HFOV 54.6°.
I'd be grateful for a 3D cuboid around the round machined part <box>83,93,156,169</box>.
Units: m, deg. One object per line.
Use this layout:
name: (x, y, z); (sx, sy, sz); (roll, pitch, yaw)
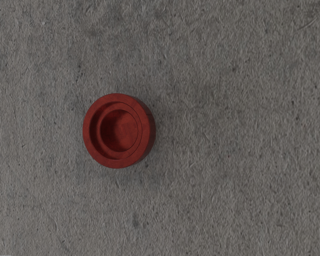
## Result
round machined part: (-0.051, 0.004, 0.418); (0.098, 0.042, 0.097); (0, 90, 20)
